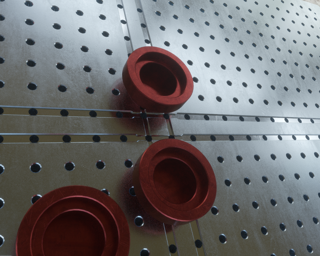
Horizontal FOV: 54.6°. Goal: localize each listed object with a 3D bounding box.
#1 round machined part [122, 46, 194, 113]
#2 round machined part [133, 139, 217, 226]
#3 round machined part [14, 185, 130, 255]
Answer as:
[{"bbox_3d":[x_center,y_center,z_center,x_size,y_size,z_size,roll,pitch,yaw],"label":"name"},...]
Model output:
[{"bbox_3d":[-0.006,-0.062,0.431,0.099,0.042,0.098,13,56,-21],"label":"round machined part"},{"bbox_3d":[0.014,0.065,0.365,0.099,0.042,0.098,13,56,-21],"label":"round machined part"},{"bbox_3d":[-0.081,0.107,0.288,0.099,0.042,0.098,13,56,-21],"label":"round machined part"}]
